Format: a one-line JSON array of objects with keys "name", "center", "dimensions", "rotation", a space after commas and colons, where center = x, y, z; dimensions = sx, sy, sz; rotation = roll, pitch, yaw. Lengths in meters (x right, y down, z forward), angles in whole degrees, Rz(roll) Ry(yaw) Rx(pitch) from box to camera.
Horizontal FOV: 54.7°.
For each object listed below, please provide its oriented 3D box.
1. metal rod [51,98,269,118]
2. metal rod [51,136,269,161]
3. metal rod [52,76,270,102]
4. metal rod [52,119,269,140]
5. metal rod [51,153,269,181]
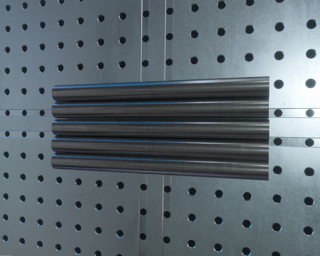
[{"name": "metal rod", "center": [-0.013, -0.025, 0.416], "dimensions": [0.301, 0.025, 0.025], "rotation": [1, 90, 19]}, {"name": "metal rod", "center": [-0.013, 0.026, 0.416], "dimensions": [0.301, 0.025, 0.025], "rotation": [1, 90, 19]}, {"name": "metal rod", "center": [-0.012, -0.050, 0.416], "dimensions": [0.301, 0.025, 0.025], "rotation": [1, 90, 19]}, {"name": "metal rod", "center": [-0.013, 0.001, 0.416], "dimensions": [0.301, 0.025, 0.025], "rotation": [1, 90, 19]}, {"name": "metal rod", "center": [-0.013, 0.050, 0.416], "dimensions": [0.301, 0.025, 0.025], "rotation": [0, 90, 19]}]
